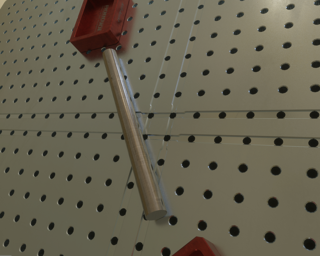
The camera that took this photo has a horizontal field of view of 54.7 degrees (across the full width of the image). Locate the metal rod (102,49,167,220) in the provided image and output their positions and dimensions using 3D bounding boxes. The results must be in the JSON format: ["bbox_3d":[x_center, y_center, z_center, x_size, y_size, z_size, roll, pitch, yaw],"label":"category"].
[{"bbox_3d":[-0.045,-0.014,0.440,0.025,0.025,0.299,-28,52,10],"label":"metal rod"}]

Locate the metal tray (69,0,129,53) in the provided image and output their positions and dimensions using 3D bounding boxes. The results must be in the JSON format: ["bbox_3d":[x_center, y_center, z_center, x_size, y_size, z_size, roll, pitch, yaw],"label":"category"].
[{"bbox_3d":[-0.114,-0.211,0.594,0.090,0.030,0.130,-6,59,25],"label":"metal tray"}]

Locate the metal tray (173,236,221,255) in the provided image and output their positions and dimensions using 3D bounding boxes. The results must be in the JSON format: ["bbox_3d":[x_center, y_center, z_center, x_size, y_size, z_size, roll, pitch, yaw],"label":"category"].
[{"bbox_3d":[0.041,0.177,0.274,0.090,0.030,0.130,-39,51,1],"label":"metal tray"}]
